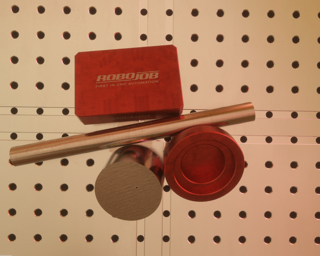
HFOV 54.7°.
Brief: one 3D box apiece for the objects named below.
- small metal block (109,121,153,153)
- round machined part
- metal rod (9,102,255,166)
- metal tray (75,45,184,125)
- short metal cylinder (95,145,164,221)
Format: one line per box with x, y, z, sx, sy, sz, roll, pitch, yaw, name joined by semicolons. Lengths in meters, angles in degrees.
-0.036;0.015;0.421;0.050;0.025;0.050;18;90;-1;small metal block
0.053;0.041;0.394;0.099;0.042;0.097;-2;112;-4;round machined part
-0.033;0.007;0.387;0.302;0.025;0.025;-11;90;-1;metal rod
-0.040;-0.056;0.396;0.131;0.030;0.090;-5;71;-1;metal tray
-0.035;0.068;0.389;0.080;0.050;0.079;1;109;5;short metal cylinder
